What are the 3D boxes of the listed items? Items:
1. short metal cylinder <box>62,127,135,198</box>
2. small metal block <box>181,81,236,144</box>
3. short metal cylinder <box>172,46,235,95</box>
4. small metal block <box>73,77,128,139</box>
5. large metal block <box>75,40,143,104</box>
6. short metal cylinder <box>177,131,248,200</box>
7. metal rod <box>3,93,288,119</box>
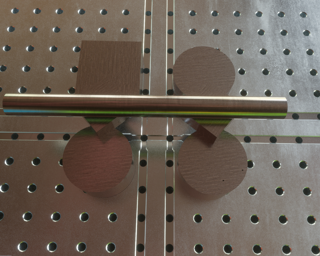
[{"bbox_3d":[-0.072,0.042,0.381,0.081,0.050,0.080,0,70,0],"label":"short metal cylinder"},{"bbox_3d":[0.060,-0.018,0.366,0.050,0.025,0.050,39,74,13],"label":"small metal block"},{"bbox_3d":[0.057,-0.063,0.422,0.081,0.050,0.080,0,70,0],"label":"short metal cylinder"},{"bbox_3d":[-0.067,-0.024,0.367,0.050,0.025,0.050,-38,75,-13],"label":"small metal block"},{"bbox_3d":[-0.065,-0.070,0.423,0.080,0.050,0.080,1,70,0],"label":"large metal block"},{"bbox_3d":[0.061,0.046,0.382,0.081,0.050,0.080,0,70,0],"label":"short metal cylinder"},{"bbox_3d":[-0.016,-0.024,0.340,0.302,0.025,0.025,1,70,0],"label":"metal rod"}]
